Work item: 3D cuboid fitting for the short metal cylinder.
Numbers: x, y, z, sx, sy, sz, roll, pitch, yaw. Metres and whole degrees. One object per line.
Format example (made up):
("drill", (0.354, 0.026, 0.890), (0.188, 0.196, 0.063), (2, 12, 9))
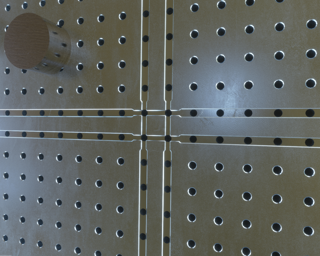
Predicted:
("short metal cylinder", (-0.181, -0.123, 0.461), (0.080, 0.050, 0.079), (0, 90, 19))
